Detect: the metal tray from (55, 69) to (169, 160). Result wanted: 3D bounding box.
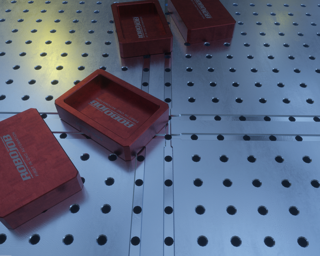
[{"bbox_3d":[-0.065,-0.023,0.422,0.130,0.030,0.090,30,56,22],"label":"metal tray"}]

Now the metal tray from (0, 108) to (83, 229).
[{"bbox_3d":[-0.163,0.041,0.368,0.091,0.030,0.130,-29,56,-23],"label":"metal tray"}]

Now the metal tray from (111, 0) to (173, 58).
[{"bbox_3d":[-0.035,-0.182,0.556,0.091,0.030,0.130,-9,51,-8],"label":"metal tray"}]

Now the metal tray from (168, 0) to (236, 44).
[{"bbox_3d":[0.075,-0.214,0.585,0.091,0.030,0.130,-12,51,-10],"label":"metal tray"}]
